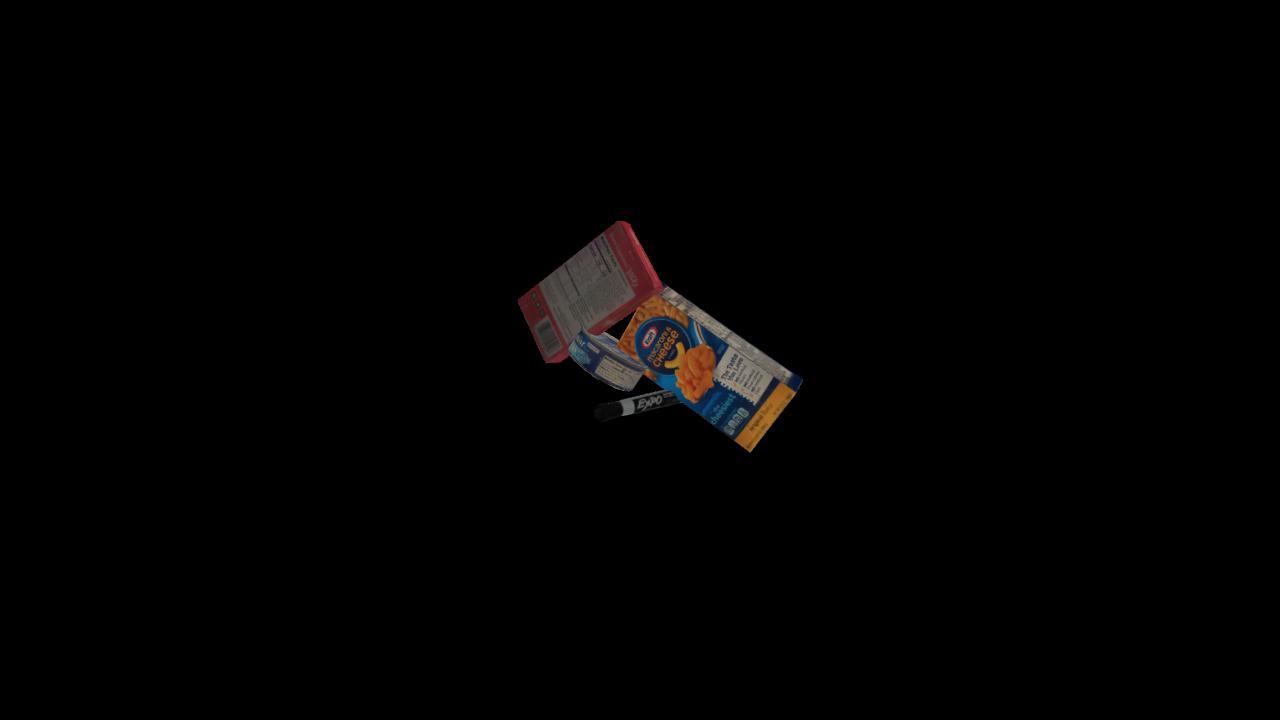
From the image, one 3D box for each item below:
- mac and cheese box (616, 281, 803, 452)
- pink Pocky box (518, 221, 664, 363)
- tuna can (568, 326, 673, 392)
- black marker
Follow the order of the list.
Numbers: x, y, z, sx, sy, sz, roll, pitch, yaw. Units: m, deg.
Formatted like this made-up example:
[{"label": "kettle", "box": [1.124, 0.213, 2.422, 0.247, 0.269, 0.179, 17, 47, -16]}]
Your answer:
[{"label": "mac and cheese box", "box": [0.069, 0.006, 0.651, 0.184, 0.093, 0.041, 35, 33, 9]}, {"label": "pink Pocky box", "box": [-0.055, -0.069, 0.655, 0.155, 0.084, 0.029, -33, -16, 24]}, {"label": "tuna can", "box": [-0.035, -0.002, 0.658, 0.084, 0.034, 0.084, 33, 10, -6]}, {"label": "black marker", "box": [0.004, 0.045, 0.645, 0.121, 0.020, 0.020, -10, 6, -36]}]
